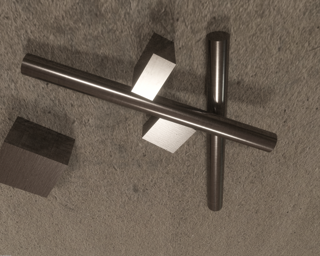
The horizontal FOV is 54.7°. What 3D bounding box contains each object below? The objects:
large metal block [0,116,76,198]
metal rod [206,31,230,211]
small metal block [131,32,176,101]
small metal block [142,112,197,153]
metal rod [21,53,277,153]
[{"bbox_3d":[-0.174,0.042,0.424,0.080,0.050,0.080,26,125,-21],"label":"large metal block"},{"bbox_3d":[0.076,0.016,0.422,0.025,0.025,0.298,-5,130,3],"label":"metal rod"},{"bbox_3d":[-0.007,-0.067,0.334,0.025,0.050,0.050,23,126,-18],"label":"small metal block"},{"bbox_3d":[0.012,0.000,0.408,0.050,0.025,0.050,28,125,-22],"label":"small metal block"},{"bbox_3d":[-0.006,-0.027,0.362,0.302,0.025,0.025,17,128,-7],"label":"metal rod"}]
